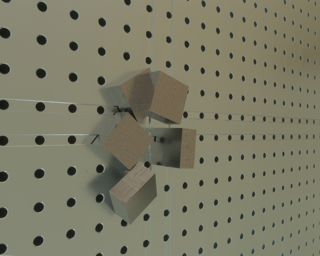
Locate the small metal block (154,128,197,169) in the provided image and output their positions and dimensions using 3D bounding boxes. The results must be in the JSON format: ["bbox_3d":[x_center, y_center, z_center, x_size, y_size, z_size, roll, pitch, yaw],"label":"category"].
[{"bbox_3d":[0.020,0.026,0.408,0.025,0.050,0.050,7,86,-40],"label":"small metal block"}]

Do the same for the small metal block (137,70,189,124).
[{"bbox_3d":[0.004,-0.036,0.379,0.050,0.025,0.050,22,76,-38],"label":"small metal block"}]

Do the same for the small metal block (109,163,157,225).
[{"bbox_3d":[-0.030,0.078,0.368,0.050,0.025,0.050,-43,148,-31],"label":"small metal block"}]

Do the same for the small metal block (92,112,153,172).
[{"bbox_3d":[-0.044,0.016,0.372,0.050,0.025,0.050,48,62,-29],"label":"small metal block"}]

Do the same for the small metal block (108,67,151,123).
[{"bbox_3d":[-0.027,-0.040,0.385,0.050,0.025,0.050,-38,113,-33],"label":"small metal block"}]
